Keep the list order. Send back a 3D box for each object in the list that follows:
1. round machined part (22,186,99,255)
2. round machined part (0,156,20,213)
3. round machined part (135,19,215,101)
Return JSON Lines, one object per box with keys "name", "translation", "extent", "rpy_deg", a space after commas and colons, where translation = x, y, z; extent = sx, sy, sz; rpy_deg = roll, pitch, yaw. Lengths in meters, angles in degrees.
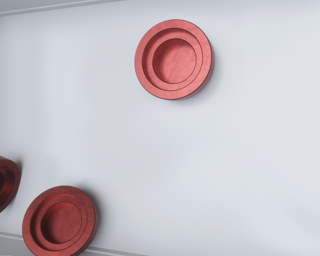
{"name": "round machined part", "translation": [-0.134, 0.134, 0.432], "extent": [0.099, 0.042, 0.098], "rpy_deg": [-1, 62, 2]}
{"name": "round machined part", "translation": [-0.263, 0.086, 0.462], "extent": [0.042, 0.098, 0.097], "rpy_deg": [19, 96, 19]}
{"name": "round machined part", "translation": [0.021, -0.083, 0.393], "extent": [0.098, 0.042, 0.097], "rpy_deg": [0, 90, 19]}
